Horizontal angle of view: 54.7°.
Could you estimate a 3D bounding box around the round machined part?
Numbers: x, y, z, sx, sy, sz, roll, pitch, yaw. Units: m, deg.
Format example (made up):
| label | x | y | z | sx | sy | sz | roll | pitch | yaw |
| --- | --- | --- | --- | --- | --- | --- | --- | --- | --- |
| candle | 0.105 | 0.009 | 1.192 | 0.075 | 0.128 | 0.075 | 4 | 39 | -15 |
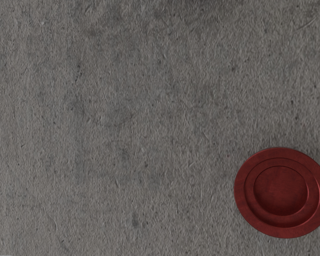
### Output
| label | x | y | z | sx | sy | sz | roll | pitch | yaw |
| --- | --- | --- | --- | --- | --- | --- | --- | --- | --- |
| round machined part | 0.136 | 0.070 | 0.352 | 0.098 | 0.042 | 0.097 | 0 | 90 | 20 |
